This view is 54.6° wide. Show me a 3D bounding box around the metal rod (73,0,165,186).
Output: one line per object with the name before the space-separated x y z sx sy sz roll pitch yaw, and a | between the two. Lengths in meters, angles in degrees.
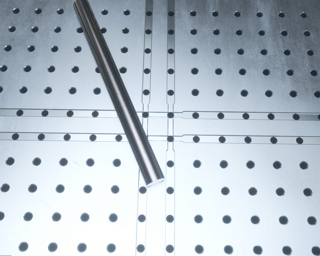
metal rod | -0.064 -0.062 0.433 0.025 0.025 0.299 -22 72 -8
